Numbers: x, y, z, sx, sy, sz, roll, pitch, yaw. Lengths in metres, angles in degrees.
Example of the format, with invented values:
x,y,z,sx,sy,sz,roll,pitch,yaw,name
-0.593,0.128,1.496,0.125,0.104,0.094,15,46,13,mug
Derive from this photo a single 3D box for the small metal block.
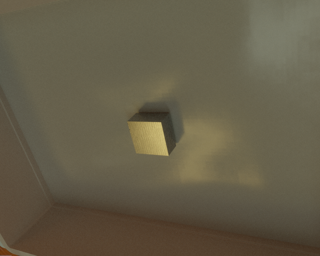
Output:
x,y,z,sx,sy,sz,roll,pitch,yaw,name
-0.010,0.008,0.415,0.050,0.025,0.050,2,120,28,small metal block
